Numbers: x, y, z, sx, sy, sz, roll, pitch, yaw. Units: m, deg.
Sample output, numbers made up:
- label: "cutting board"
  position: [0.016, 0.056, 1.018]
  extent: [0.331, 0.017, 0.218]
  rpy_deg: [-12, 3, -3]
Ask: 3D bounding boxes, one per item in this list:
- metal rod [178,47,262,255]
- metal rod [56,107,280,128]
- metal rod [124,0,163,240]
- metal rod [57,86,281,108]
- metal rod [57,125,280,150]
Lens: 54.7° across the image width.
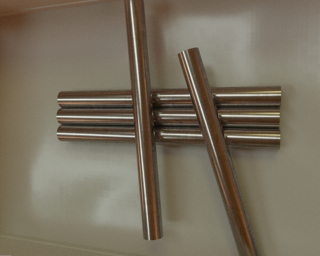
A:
- label: "metal rod"
  position: [0.076, 0.054, 0.360]
  extent: [0.025, 0.025, 0.298]
  rpy_deg: [-17, 91, 19]
- label: "metal rod"
  position: [-0.003, -0.015, 0.409]
  extent: [0.301, 0.025, 0.025]
  rpy_deg: [1, 91, 19]
- label: "metal rod"
  position: [-0.021, -0.013, 0.389]
  extent: [0.025, 0.025, 0.298]
  rpy_deg: [-5, 88, 19]
- label: "metal rod"
  position: [-0.002, -0.040, 0.409]
  extent: [0.301, 0.025, 0.025]
  rpy_deg: [1, 91, 19]
- label: "metal rod"
  position: [-0.003, 0.010, 0.409]
  extent: [0.301, 0.025, 0.025]
  rpy_deg: [1, 91, 19]
